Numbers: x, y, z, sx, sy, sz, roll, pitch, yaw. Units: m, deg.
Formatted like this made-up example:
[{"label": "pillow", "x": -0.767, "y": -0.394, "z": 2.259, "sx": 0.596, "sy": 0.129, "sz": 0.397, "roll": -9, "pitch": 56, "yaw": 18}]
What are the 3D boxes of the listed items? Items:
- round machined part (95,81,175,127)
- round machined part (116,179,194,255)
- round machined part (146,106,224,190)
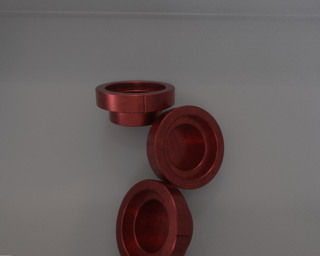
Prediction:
[{"label": "round machined part", "x": -0.030, "y": -0.031, "z": 0.392, "sx": 0.099, "sy": 0.098, "sz": 0.042, "roll": 0, "pitch": 108, "yaw": 0}, {"label": "round machined part", "x": -0.002, "y": 0.108, "z": 0.342, "sx": 0.042, "sy": 0.098, "sz": 0.098, "roll": 20, "pitch": 63, "yaw": -41}, {"label": "round machined part", "x": 0.027, "y": 0.023, "z": 0.376, "sx": 0.099, "sy": 0.042, "sz": 0.097, "roll": 2, "pitch": 85, "yaw": -30}]
